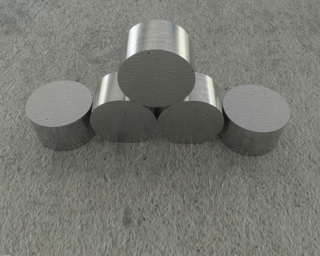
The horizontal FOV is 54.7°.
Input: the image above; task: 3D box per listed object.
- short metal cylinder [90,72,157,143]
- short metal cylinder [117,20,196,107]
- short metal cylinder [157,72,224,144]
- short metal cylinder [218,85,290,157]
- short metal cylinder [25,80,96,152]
[{"bbox_3d":[-0.044,-0.024,0.389,0.080,0.080,0.050,0,50,0],"label":"short metal cylinder"},{"bbox_3d":[-0.003,-0.068,0.336,0.080,0.080,0.050,1,51,0],"label":"short metal cylinder"},{"bbox_3d":[0.037,-0.023,0.389,0.080,0.080,0.050,0,49,0],"label":"short metal cylinder"},{"bbox_3d":[0.117,-0.010,0.397,0.081,0.050,0.080,0,50,0],"label":"short metal cylinder"},{"bbox_3d":[-0.124,-0.016,0.401,0.081,0.050,0.080,0,50,0],"label":"short metal cylinder"}]
